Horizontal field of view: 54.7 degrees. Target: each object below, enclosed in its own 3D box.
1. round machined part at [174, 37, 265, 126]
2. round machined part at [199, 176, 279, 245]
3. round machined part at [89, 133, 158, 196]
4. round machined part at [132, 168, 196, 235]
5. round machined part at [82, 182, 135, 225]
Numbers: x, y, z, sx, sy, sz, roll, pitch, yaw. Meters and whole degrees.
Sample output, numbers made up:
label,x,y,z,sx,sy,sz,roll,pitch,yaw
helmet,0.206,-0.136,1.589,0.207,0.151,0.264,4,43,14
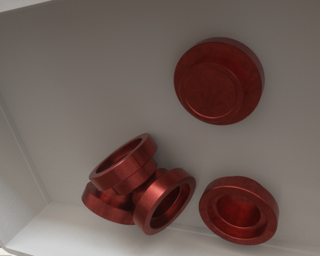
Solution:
label,x,y,z,sx,sy,sz,roll,pitch,yaw
round machined part,0.060,-0.045,0.337,0.098,0.042,0.097,13,124,20
round machined part,0.104,0.102,0.405,0.098,0.042,0.097,13,124,20
round machined part,-0.042,0.052,0.415,0.098,0.098,0.042,-27,103,37
round machined part,0.001,0.094,0.423,0.042,0.099,0.097,37,132,31
round machined part,-0.063,0.101,0.466,0.098,0.098,0.042,24,95,13
